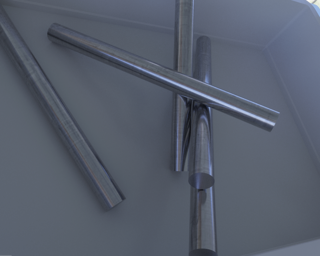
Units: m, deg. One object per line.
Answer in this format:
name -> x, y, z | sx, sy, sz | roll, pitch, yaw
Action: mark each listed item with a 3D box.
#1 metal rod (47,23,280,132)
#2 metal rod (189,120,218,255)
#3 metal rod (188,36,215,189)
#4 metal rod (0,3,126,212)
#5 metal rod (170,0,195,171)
metal rod -> -0.006, -0.067, 0.377 | 0.301, 0.025, 0.025 | 24, 50, 12
metal rod -> 0.052, 0.013, 0.381 | 0.025, 0.025, 0.300 | 24, 39, -14
metal rod -> 0.057, -0.047, 0.410 | 0.025, 0.025, 0.300 | 25, 40, -13
metal rod -> -0.131, -0.038, 0.357 | 0.025, 0.025, 0.299 | -27, 77, -37
metal rod -> 0.030, -0.095, 0.399 | 0.025, 0.025, 0.298 | 4, 86, -27
